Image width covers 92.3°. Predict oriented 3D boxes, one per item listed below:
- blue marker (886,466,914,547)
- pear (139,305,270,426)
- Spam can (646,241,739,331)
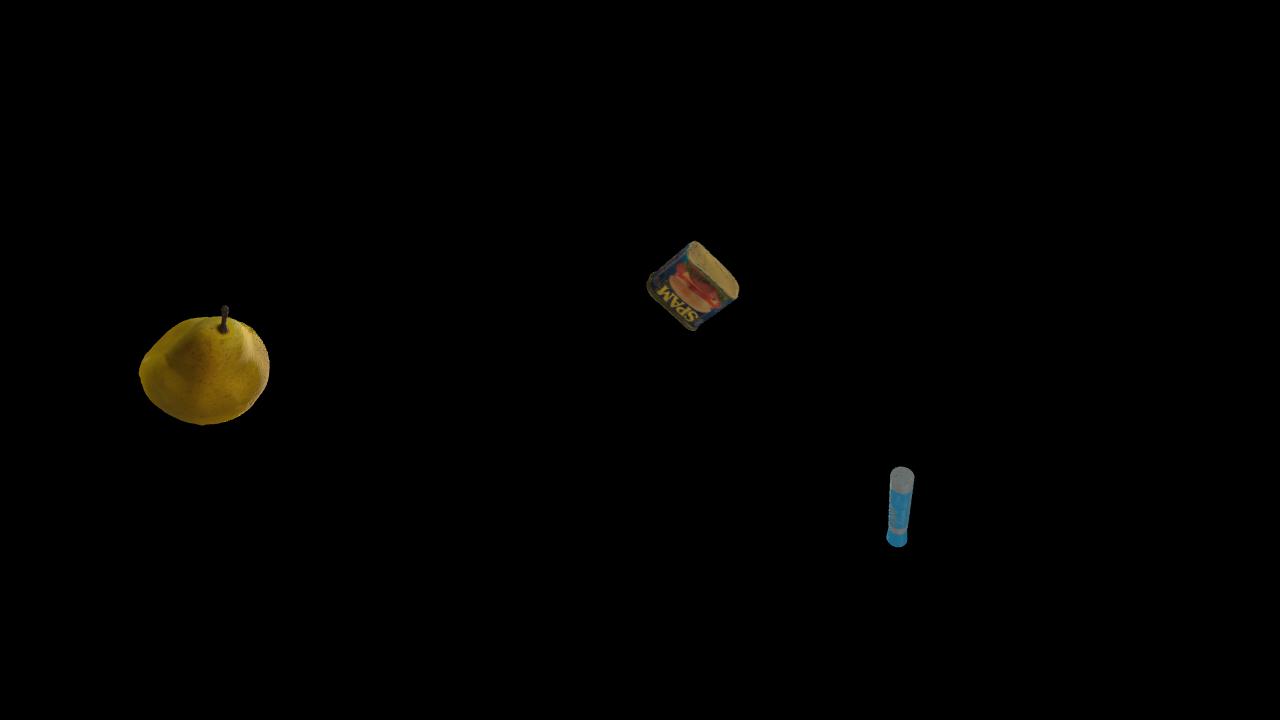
[{"bbox_3d":[0.235,0.137,0.557,0.020,0.020,0.121,0,-41,20],"label":"blue marker"},{"bbox_3d":[-0.294,0.001,0.424,0.080,0.080,0.111,0,-15,-39],"label":"pear"},{"bbox_3d":[0.075,-0.103,0.855,0.101,0.058,0.085,40,-51,-18],"label":"Spam can"}]
